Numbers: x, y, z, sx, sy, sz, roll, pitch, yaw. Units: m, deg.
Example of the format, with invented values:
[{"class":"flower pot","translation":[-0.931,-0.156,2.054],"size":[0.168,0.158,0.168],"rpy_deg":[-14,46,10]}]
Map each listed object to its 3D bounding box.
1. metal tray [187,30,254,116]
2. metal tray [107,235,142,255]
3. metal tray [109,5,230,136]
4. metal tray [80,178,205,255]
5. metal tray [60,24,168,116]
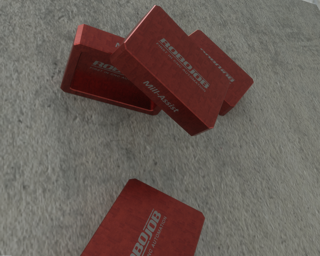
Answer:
[{"class":"metal tray","translation":[0.081,-0.092,0.503],"size":[0.130,0.030,0.090],"rpy_deg":[44,51,2]},{"class":"metal tray","translation":[-0.034,0.176,0.276],"size":[0.090,0.030,0.131],"rpy_deg":[41,51,-1]},{"class":"metal tray","translation":[0.018,-0.064,0.351],"size":[0.130,0.030,0.090],"rpy_deg":[42,50,-18]},{"class":"metal tray","translation":[-0.017,0.116,0.290],"size":[0.090,0.030,0.130],"rpy_deg":[26,38,5]},{"class":"metal tray","translation":[-0.045,-0.064,0.377],"size":[0.131,0.090,0.030],"rpy_deg":[14,56,-21]}]
